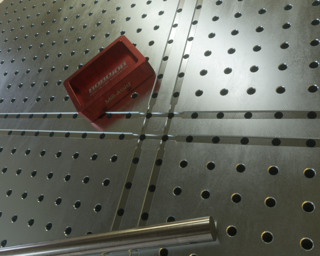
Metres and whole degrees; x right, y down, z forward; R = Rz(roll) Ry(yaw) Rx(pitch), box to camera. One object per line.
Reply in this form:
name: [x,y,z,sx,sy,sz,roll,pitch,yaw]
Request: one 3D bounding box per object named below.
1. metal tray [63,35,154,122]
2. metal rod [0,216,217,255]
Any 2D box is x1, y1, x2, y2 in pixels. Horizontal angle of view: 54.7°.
metal tray: [-0.085,-0.081,0.497,0.130,0.030,0.090,-38,51,2]
metal rod: [-0.083,0.138,0.365,0.301,0.025,0.025,-15,56,19]
